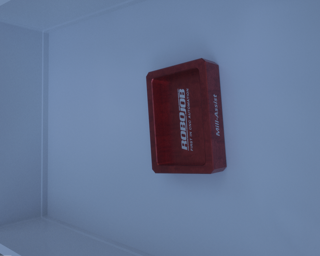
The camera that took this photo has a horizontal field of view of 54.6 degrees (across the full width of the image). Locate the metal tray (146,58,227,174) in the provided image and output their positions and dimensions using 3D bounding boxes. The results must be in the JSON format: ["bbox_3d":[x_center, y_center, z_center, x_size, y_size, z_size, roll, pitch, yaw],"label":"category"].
[{"bbox_3d":[0.030,-0.011,0.379,0.090,0.030,0.129,-6,86,40],"label":"metal tray"}]
